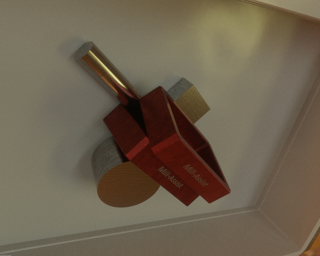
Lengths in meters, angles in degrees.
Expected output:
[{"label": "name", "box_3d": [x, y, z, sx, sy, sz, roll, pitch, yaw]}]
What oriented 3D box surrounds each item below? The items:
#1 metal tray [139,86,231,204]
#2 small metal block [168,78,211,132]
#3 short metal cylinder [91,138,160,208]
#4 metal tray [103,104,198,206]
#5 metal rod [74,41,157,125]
[{"label": "metal tray", "box_3d": [0.031, 0.022, 0.364, 0.030, 0.090, 0.130, -32, 131, 14]}, {"label": "small metal block", "box_3d": [0.031, -0.029, 0.407, 0.050, 0.025, 0.050, -42, 130, 0]}, {"label": "short metal cylinder", "box_3d": [-0.043, 0.055, 0.395, 0.081, 0.050, 0.079, -11, 129, -14]}, {"label": "metal tray", "box_3d": [-0.006, 0.035, 0.384, 0.030, 0.090, 0.130, -43, 130, 1]}, {"label": "metal rod", "box_3d": [0.003, 0.002, 0.413, 0.025, 0.025, 0.300, -43, 130, 1]}]
